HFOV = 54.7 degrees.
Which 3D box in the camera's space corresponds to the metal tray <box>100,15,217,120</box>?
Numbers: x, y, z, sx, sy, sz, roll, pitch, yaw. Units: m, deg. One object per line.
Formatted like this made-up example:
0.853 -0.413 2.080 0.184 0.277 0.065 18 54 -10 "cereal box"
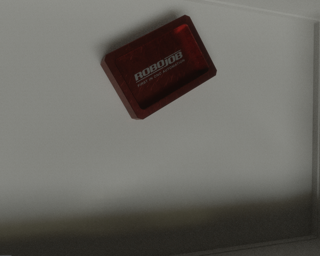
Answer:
0.001 -0.080 0.409 0.131 0.030 0.090 -32 101 -17 "metal tray"
